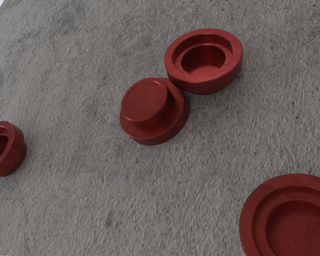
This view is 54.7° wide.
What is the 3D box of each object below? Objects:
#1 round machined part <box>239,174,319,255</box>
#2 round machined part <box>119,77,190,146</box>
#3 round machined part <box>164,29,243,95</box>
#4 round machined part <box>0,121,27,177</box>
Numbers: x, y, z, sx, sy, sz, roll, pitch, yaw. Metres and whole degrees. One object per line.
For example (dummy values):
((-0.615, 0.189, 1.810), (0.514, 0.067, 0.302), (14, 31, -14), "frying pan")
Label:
((0.123, 0.093, 0.271), (0.098, 0.042, 0.098), (-13, 56, 21), "round machined part")
((-0.013, -0.029, 0.417), (0.098, 0.042, 0.098), (-13, 56, 21), "round machined part")
((0.057, -0.082, 0.405), (0.098, 0.042, 0.098), (-7, 54, 10), "round machined part")
((-0.259, 0.041, 0.505), (0.098, 0.042, 0.098), (-13, 56, 21), "round machined part")
